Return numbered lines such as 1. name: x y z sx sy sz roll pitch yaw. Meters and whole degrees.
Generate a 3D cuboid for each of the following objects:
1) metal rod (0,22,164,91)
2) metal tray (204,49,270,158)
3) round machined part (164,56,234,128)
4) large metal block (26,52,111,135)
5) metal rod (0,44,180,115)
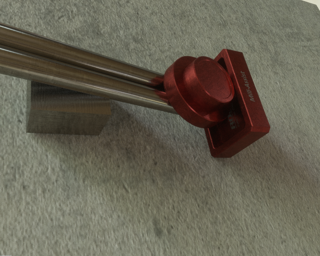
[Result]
1. metal rod: -0.040 -0.065 0.366 0.302 0.025 0.025 10 57 -38
2. metal tray: 0.094 -0.033 0.436 0.030 0.090 0.130 4 60 -27
3. round machined part: 0.056 -0.052 0.396 0.099 0.042 0.098 21 52 -29
4. large metal block: -0.106 -0.040 0.352 0.081 0.050 0.080 3 60 -27
5. metal rod: -0.036 -0.041 0.354 0.302 0.025 0.025 11 56 -38
